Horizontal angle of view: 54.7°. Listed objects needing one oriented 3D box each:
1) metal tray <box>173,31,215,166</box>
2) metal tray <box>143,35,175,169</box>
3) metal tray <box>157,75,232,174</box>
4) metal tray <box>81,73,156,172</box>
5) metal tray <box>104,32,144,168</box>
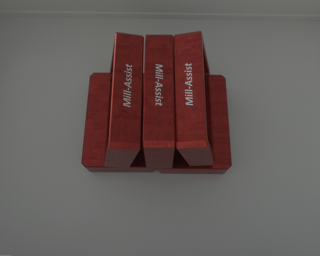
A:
[{"bbox_3d":[0.040,-0.029,0.350,0.030,0.090,0.130,-5,70,14],"label":"metal tray"},{"bbox_3d":[-0.001,-0.027,0.350,0.030,0.090,0.130,0,68,0],"label":"metal tray"},{"bbox_3d":[0.042,-0.007,0.408,0.091,0.030,0.130,1,70,0],"label":"metal tray"},{"bbox_3d":[-0.049,-0.009,0.407,0.091,0.030,0.130,1,70,0],"label":"metal tray"},{"bbox_3d":[-0.042,-0.028,0.348,0.030,0.090,0.130,5,70,-12],"label":"metal tray"}]
